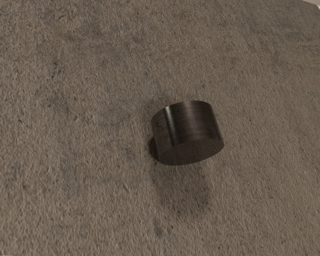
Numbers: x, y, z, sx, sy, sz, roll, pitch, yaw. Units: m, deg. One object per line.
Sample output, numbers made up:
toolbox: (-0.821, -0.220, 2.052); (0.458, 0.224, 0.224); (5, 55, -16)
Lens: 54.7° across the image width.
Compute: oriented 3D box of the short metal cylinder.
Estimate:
short metal cylinder: (0.033, 0.008, 0.383); (0.081, 0.080, 0.050); (2, 61, -28)
